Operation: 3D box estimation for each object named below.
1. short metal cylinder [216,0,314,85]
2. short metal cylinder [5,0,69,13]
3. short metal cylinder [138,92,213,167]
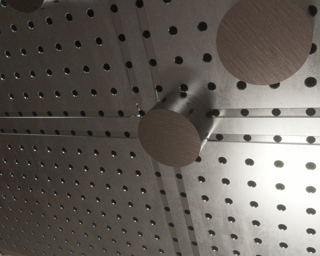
[{"bbox_3d":[0.099,-0.086,0.289,0.080,0.050,0.079,13,124,20],"label":"short metal cylinder"},{"bbox_3d":[-0.147,-0.180,0.359,0.080,0.050,0.079,13,124,20],"label":"short metal cylinder"},{"bbox_3d":[0.020,0.002,0.384,0.080,0.050,0.079,13,124,20],"label":"short metal cylinder"}]
